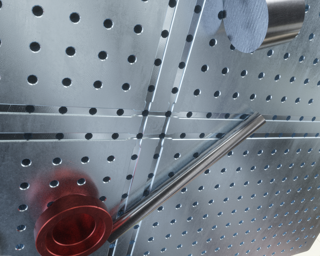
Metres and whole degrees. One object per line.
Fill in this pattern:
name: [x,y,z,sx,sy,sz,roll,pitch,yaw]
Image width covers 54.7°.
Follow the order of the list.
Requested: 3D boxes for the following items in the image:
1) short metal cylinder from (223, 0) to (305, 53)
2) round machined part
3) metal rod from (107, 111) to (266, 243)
short metal cylinder: [0.118,-0.132,0.360,0.050,0.080,0.079,-17,126,-19]
round machined part: [-0.117,0.129,0.417,0.099,0.042,0.097,-14,125,-21]
metal rod: [0.039,0.074,0.480,0.301,0.025,0.025,-37,130,-4]
